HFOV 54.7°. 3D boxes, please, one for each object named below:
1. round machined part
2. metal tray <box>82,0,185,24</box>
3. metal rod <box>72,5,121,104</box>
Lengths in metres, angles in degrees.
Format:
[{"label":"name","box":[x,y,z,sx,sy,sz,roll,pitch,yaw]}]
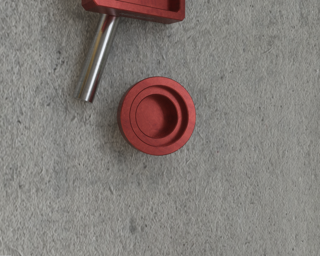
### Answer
[{"label":"round machined part","box":[-0.007,-0.015,0.398,0.099,0.042,0.097,0,90,-21]},{"label":"metal tray","box":[-0.027,-0.180,0.371,0.131,0.030,0.089,-5,99,-37]},{"label":"metal rod","box":[-0.050,-0.175,0.390,0.025,0.025,0.299,19,83,-20]}]
